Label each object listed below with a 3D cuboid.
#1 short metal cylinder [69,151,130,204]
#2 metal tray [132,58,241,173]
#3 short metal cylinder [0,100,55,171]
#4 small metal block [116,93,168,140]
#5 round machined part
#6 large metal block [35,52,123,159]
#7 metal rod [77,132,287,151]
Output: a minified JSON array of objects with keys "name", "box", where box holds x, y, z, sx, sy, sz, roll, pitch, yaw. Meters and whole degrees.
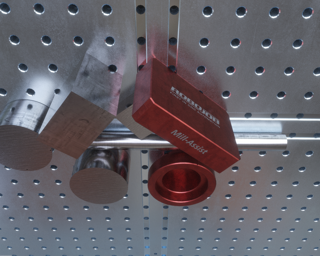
[{"name":"short metal cylinder","box":[-0.085,0.066,0.450,0.081,0.050,0.079,0,130,0]},{"name":"metal tray","box":[0.031,-0.014,0.356,0.130,0.090,0.030,33,123,-25]},{"name":"short metal cylinder","box":[-0.174,0.010,0.402,0.081,0.050,0.079,0,130,0]},{"name":"small metal block","box":[-0.021,-0.019,0.395,0.050,0.025,0.050,-32,124,24]},{"name":"round machined part","box":[0.032,0.070,0.460,0.099,0.042,0.097,0,130,0]},{"name":"large metal block","box":[-0.089,-0.025,0.353,0.050,0.080,0.080,31,123,-24]},{"name":"metal rod","box":[0.020,0.018,0.427,0.302,0.025,0.025,1,130,-1]}]
